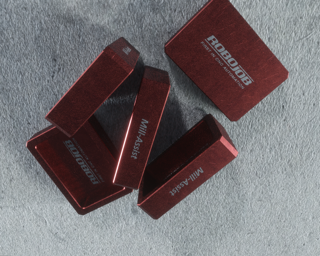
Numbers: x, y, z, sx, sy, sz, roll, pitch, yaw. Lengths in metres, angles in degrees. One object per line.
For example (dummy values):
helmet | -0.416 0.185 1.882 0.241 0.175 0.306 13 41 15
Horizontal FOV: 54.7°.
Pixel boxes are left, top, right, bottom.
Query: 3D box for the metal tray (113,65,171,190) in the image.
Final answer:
metal tray | -0.022 -0.003 0.374 0.030 0.090 0.129 16 109 -6

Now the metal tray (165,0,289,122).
metal tray | 0.080 -0.082 0.379 0.090 0.030 0.130 -43 105 13

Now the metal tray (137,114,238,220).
metal tray | 0.030 0.046 0.393 0.130 0.090 0.030 -41 105 13

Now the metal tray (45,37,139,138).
metal tray | -0.066 -0.051 0.335 0.030 0.130 0.090 42 104 -14

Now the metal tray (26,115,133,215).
metal tray | -0.104 0.048 0.424 0.090 0.030 0.130 -27 108 9
